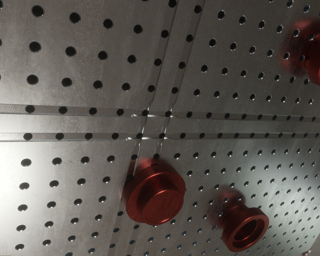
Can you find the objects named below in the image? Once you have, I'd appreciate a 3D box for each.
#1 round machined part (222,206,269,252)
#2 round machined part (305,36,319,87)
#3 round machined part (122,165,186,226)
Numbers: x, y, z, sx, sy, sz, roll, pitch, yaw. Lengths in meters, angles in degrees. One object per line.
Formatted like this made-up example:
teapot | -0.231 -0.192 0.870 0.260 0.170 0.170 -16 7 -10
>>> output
round machined part | 0.163 0.194 0.613 0.099 0.042 0.097 -14 125 -21
round machined part | 0.268 -0.110 0.482 0.099 0.042 0.097 -14 125 -21
round machined part | -0.004 0.107 0.466 0.099 0.042 0.097 -14 125 -21
